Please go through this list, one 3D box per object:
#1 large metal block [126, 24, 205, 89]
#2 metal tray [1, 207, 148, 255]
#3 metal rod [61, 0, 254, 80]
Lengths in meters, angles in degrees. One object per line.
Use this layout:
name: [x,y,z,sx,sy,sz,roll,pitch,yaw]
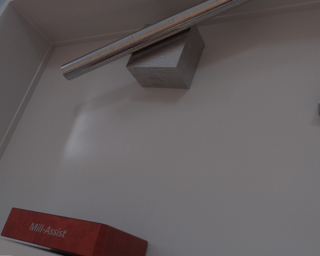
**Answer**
large metal block: [0.010,-0.105,0.448,0.080,0.050,0.080,7,65,31]
metal tray: [-0.091,0.120,0.336,0.130,0.090,0.030,0,62,28]
metal rod: [-0.003,-0.131,0.422,0.301,0.025,0.025,-19,54,16]
